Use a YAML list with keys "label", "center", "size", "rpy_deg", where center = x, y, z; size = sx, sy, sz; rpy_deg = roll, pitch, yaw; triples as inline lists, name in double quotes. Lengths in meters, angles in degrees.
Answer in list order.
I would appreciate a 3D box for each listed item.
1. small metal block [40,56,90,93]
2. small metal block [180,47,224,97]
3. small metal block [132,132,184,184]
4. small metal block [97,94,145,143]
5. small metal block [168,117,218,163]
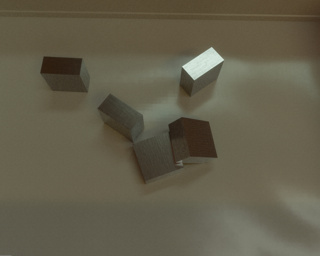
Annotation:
- label: "small metal block"
  center: [-0.127, -0.072, 0.421]
  size: [0.050, 0.050, 0.025]
  rpy_deg: [3, 70, 1]
- label: "small metal block"
  center: [0.056, -0.076, 0.425]
  size: [0.050, 0.050, 0.025]
  rpy_deg: [-35, 74, -12]
- label: "small metal block"
  center: [-0.003, 0.038, 0.396]
  size: [0.050, 0.025, 0.050]
  rpy_deg: [-19, 71, -7]
- label: "small metal block"
  center: [-0.049, -0.011, 0.400]
  size: [0.050, 0.050, 0.025]
  rpy_deg: [33, 73, 11]
- label: "small metal block"
  center: [0.042, 0.017, 0.390]
  size: [0.050, 0.025, 0.050]
  rpy_deg: [7, 64, -41]
